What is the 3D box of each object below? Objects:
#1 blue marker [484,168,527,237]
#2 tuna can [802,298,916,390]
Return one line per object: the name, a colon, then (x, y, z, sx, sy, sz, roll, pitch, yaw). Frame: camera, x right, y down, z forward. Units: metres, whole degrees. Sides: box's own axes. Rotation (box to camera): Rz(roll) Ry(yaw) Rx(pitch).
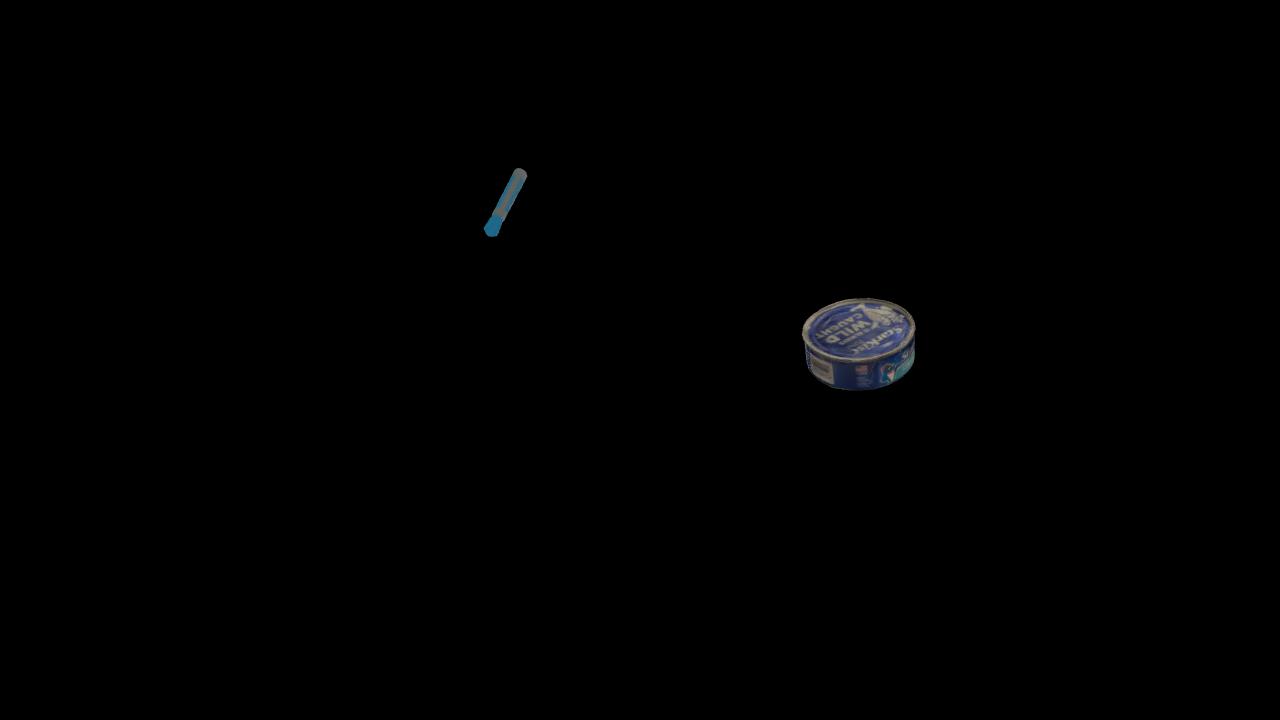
blue marker: (-0.176, -0.207, 0.807, 0.020, 0.121, 0.020, 11, -34, 7)
tuna can: (0.174, -0.013, 0.491, 0.084, 0.034, 0.084, -12, 34, 8)
